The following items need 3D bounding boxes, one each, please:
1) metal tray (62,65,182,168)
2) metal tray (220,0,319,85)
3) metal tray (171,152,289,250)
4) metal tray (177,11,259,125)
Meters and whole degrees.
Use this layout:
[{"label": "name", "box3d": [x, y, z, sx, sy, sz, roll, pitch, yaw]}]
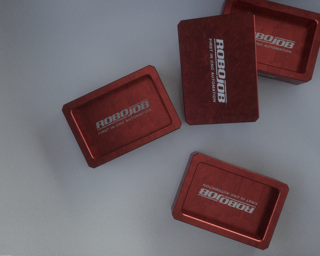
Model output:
[{"label": "metal tray", "box3d": [-0.049, -0.015, 0.408, 0.131, 0.030, 0.090, -25, 90, 0]}, {"label": "metal tray", "box3d": [0.140, -0.116, 0.409, 0.131, 0.030, 0.090, 14, 90, 0]}, {"label": "metal tray", "box3d": [0.090, 0.094, 0.409, 0.131, 0.030, 0.090, 20, 90, 0]}, {"label": "metal tray", "box3d": [0.074, -0.071, 0.388, 0.090, 0.030, 0.129, -3, 99, 15]}]
